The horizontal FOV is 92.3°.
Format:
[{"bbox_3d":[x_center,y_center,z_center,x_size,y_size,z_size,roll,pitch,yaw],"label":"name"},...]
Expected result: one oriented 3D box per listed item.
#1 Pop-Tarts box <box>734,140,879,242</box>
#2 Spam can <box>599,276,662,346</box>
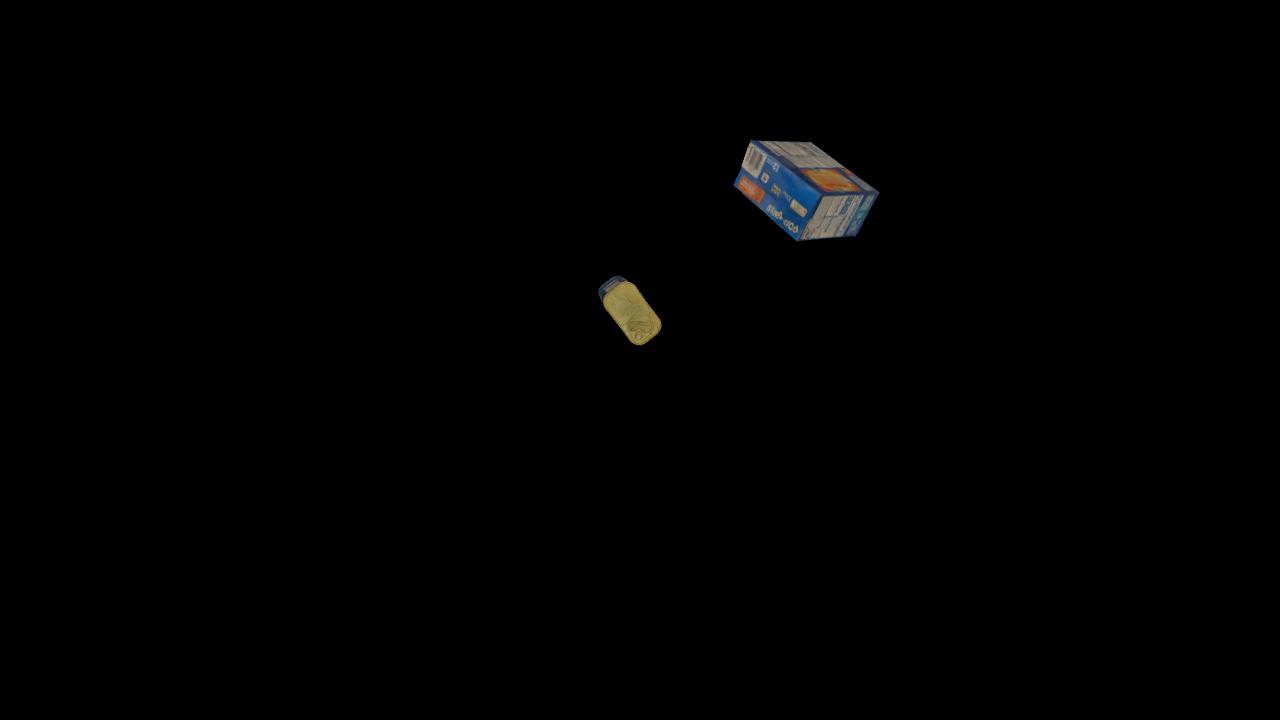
[{"bbox_3d":[0.259,-0.270,0.972,0.141,0.083,0.167,-12,50,-33],"label":"Pop-Tarts box"},{"bbox_3d":[-0.018,-0.082,0.977,0.058,0.101,0.085,-36,20,1],"label":"Spam can"}]
